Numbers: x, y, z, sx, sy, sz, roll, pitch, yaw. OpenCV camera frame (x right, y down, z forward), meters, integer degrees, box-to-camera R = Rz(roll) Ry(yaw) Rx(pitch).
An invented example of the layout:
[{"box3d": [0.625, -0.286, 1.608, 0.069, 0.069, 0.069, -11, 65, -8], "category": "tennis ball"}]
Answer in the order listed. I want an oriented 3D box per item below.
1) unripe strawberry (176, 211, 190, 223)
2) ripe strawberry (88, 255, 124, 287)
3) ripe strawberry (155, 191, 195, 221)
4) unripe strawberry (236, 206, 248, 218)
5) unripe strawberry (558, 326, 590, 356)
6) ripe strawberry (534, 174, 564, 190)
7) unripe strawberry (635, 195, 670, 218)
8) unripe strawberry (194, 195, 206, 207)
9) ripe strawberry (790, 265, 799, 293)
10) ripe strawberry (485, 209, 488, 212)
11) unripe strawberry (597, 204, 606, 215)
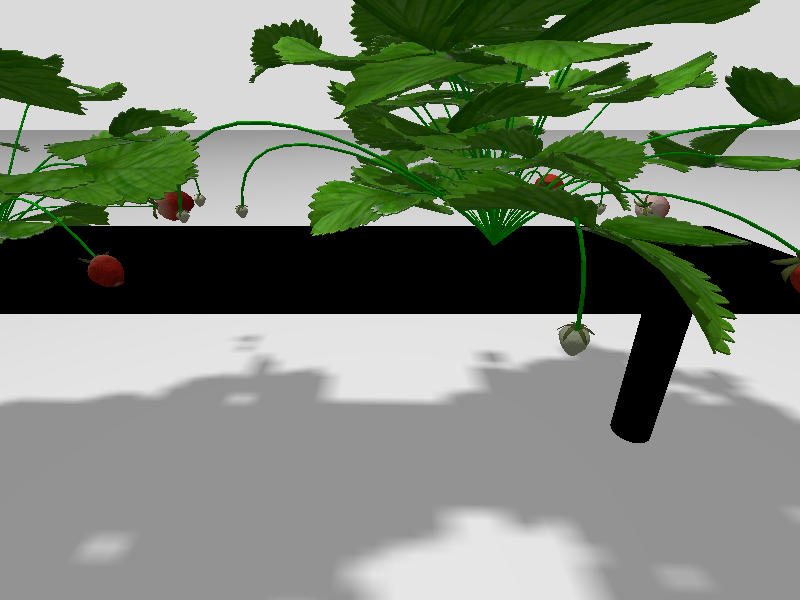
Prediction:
[{"box3d": [-0.183, -0.070, 0.338, 0.010, 0.010, 0.011, -1, 25, -3], "category": "unripe strawberry"}, {"box3d": [-0.195, -0.018, 0.267, 0.020, 0.022, 0.022, -35, -12, -51], "category": "ripe strawberry"}, {"box3d": [-0.252, -0.109, 0.449, 0.039, 0.038, 0.036, -20, 32, -38], "category": "ripe strawberry"}, {"box3d": [-0.150, -0.083, 0.381, 0.011, 0.011, 0.010, 3, 25, 7], "category": "unripe strawberry"}, {"box3d": [0.080, 0.019, 0.186, 0.013, 0.014, 0.014, 1, 25, 1], "category": "unripe strawberry"}, {"box3d": [0.194, -0.143, 0.523, 0.038, 0.040, 0.041, 14, 23, 28], "category": "ripe strawberry"}, {"box3d": [0.276, -0.100, 0.435, 0.033, 0.029, 0.033, -3, 24, -26], "category": "unripe strawberry"}, {"box3d": [-0.249, -0.123, 0.498, 0.013, 0.014, 0.014, 17, 30, 33], "category": "unripe strawberry"}, {"box3d": [0.264, -0.015, 0.239, 0.040, 0.039, 0.044, 34, 37, 21], "category": "ripe strawberry"}, {"box3d": [0.107, -0.123, 0.491, 0.027, 0.028, 0.029, 4, 24, 8], "category": "ripe strawberry"}, {"box3d": [0.221, -0.100, 0.442, 0.010, 0.011, 0.011, -16, 29, -31], "category": "unripe strawberry"}]
